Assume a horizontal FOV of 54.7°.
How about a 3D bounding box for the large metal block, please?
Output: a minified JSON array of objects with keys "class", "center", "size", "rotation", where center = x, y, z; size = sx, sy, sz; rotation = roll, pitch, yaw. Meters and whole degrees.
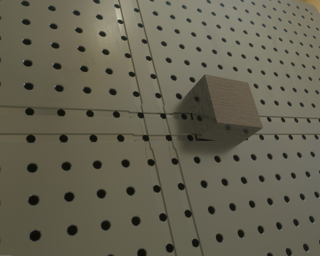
[{"class":"large metal block","center":[0.095,-0.027,0.462],"size":[0.081,0.050,0.080],"rotation":[6,59,-26]}]
